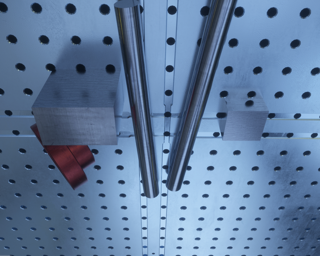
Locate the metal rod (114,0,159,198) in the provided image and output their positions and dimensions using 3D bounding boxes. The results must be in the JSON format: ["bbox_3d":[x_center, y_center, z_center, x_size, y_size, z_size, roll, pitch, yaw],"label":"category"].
[{"bbox_3d":[-0.023,-0.010,0.402,0.025,0.025,0.298,-3,130,2],"label":"metal rod"}]

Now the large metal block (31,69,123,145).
[{"bbox_3d":[-0.087,-0.025,0.352,0.081,0.080,0.050,0,128,-1],"label":"large metal block"}]

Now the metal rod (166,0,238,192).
[{"bbox_3d":[0.043,-0.022,0.393,0.025,0.025,0.298,6,130,-6],"label":"metal rod"}]

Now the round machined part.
[{"bbox_3d":[-0.120,0.028,0.399,0.042,0.098,0.098,-35,132,-20],"label":"round machined part"}]

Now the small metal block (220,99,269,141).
[{"bbox_3d":[0.108,-0.010,0.405,0.050,0.025,0.050,0,130,-1],"label":"small metal block"}]
